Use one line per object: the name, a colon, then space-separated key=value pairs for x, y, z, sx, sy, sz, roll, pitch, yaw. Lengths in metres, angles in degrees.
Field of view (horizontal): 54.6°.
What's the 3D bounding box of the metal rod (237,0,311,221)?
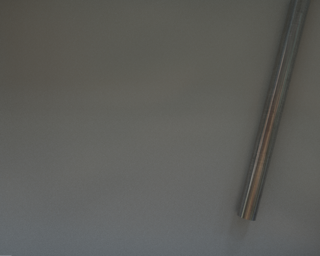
metal rod: x=0.151 y=-0.026 z=0.412 sx=0.025 sy=0.025 sz=0.299 roll=14 pitch=90 yaw=0
